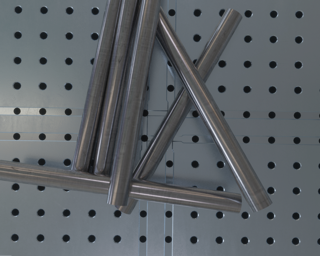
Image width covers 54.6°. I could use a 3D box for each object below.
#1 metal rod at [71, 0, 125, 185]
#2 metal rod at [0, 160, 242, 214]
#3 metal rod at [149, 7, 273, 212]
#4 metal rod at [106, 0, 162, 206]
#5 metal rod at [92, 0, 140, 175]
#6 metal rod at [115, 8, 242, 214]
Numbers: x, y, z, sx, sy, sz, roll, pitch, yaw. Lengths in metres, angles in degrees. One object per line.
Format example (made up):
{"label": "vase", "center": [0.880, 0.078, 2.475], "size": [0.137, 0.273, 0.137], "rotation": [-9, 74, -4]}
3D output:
{"label": "metal rod", "center": [-0.080, -0.066, 0.412], "size": [0.025, 0.025, 0.299], "rotation": [12, 90, 0]}
{"label": "metal rod", "center": [-0.050, 0.073, 0.387], "size": [0.302, 0.025, 0.025], "rotation": [8, 90, -1]}
{"label": "metal rod", "center": [0.049, -0.040, 0.383], "size": [0.025, 0.025, 0.299], "rotation": [-27, 78, 0]}
{"label": "metal rod", "center": [-0.027, -0.059, 0.374], "size": [0.025, 0.025, 0.299], "rotation": [9, 84, 0]}
{"label": "metal rod", "center": [-0.053, -0.073, 0.403], "size": [0.025, 0.025, 0.298], "rotation": [10, 94, 0]}
{"label": "metal rod", "center": [0.025, -0.022, 0.413], "size": [0.025, 0.025, 0.299], "rotation": [30, 90, 0]}
